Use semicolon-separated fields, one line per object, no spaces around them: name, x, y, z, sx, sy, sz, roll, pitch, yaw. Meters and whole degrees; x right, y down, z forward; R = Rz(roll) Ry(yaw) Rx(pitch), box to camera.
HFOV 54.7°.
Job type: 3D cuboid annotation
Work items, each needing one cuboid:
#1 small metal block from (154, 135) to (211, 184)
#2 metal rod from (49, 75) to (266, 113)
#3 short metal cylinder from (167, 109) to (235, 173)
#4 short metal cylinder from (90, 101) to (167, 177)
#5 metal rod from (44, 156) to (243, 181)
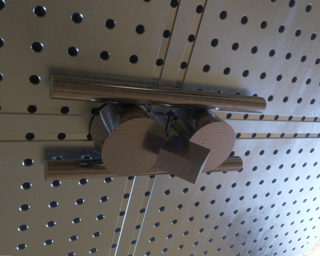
small metal block;0.028;0.036;0.368;0.050;0.050;0.025;-40;149;-64
metal rod;0.019;-0.038;0.394;0.303;0.025;0.025;2;118;-29
short metal cylinder;0.057;0.015;0.431;0.081;0.050;0.079;-14;124;-21
short metal cylinder;-0.039;0.012;0.377;0.081;0.050;0.079;-14;124;-21
metal rod;-0.003;0.054;0.439;0.303;0.025;0.025;2;118;-30
